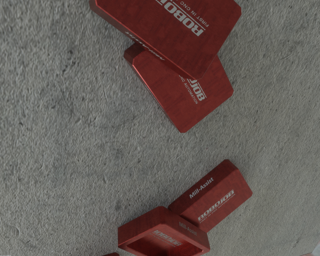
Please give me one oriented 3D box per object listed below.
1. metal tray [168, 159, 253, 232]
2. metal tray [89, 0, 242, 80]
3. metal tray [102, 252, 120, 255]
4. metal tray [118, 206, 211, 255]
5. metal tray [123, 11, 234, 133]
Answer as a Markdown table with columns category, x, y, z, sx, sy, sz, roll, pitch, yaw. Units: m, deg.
| category | x | y | z | sx | sy | sz | roll | pitch | yaw |
| --- | --- | --- | --- | --- | --- | --- | --- | --- | --- |
| metal tray | 0.088 | 0.124 | 0.528 | 0.130 | 0.030 | 0.090 | -39 | 130 | -2 |
| metal tray | 0.009 | -0.119 | 0.307 | 0.131 | 0.030 | 0.090 | 32 | 89 | -26 |
| metal tray | -0.085 | 0.250 | 0.447 | 0.091 | 0.130 | 0.030 | -5 | 121 | -26 |
| metal tray | 0.008 | 0.178 | 0.492 | 0.090 | 0.030 | 0.130 | -33 | 129 | 21 |
| metal tray | 0.028 | -0.065 | 0.379 | 0.090 | 0.030 | 0.130 | -39 | 130 | -2 |
